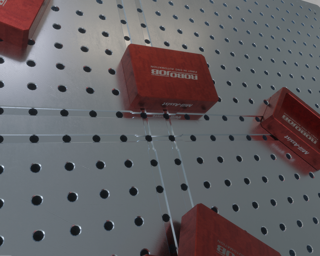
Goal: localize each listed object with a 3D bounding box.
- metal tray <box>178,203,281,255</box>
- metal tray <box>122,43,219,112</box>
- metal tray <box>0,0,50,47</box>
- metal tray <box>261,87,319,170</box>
[{"bbox_3d":[0.080,0.150,0.330,0.130,0.030,0.090,34,31,-12],"label":"metal tray"},{"bbox_3d":[0.016,-0.072,0.457,0.131,0.030,0.090,1,61,-28],"label":"metal tray"},{"bbox_3d":[-0.199,-0.174,0.404,0.091,0.030,0.130,19,54,-17],"label":"metal tray"},{"bbox_3d":[0.244,-0.001,0.535,0.130,0.030,0.090,38,51,-3],"label":"metal tray"}]
